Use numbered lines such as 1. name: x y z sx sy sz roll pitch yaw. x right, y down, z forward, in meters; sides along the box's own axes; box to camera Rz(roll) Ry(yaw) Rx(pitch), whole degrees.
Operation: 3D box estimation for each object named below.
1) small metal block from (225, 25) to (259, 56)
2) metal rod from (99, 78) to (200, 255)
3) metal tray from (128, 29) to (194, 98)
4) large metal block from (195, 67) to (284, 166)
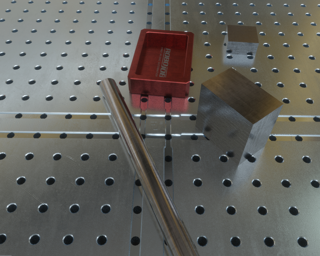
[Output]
1. small metal block: 0.141 -0.153 0.538 0.050 0.025 0.050 5 50 3
2. metal rod: -0.020 0.042 0.372 0.025 0.025 0.300 -18 52 -15
3. metal tray: 0.005 -0.107 0.494 0.091 0.030 0.130 6 50 4
4. large metal block: 0.093 -0.014 0.385 0.050 0.080 0.080 -30 57 -23
